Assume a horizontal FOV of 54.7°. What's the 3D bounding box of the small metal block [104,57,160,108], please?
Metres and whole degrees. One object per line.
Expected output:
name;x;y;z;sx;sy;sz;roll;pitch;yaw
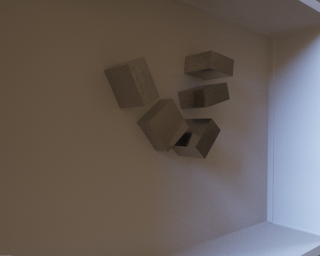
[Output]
small metal block;-0.033;-0.052;0.364;0.025;0.050;0.050;-34;111;-35

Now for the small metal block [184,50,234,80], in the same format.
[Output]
small metal block;0.071;-0.090;0.452;0.050;0.050;0.025;9;85;-40

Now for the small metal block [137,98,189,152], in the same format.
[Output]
small metal block;0.005;-0.004;0.413;0.050;0.025;0.050;-47;118;-30

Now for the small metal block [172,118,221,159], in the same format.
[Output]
small metal block;0.049;0.014;0.434;0.025;0.050;0.050;49;61;-30

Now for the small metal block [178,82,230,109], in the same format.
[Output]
small metal block;0.063;-0.047;0.445;0.050;0.050;0.025;-20;103;-38
